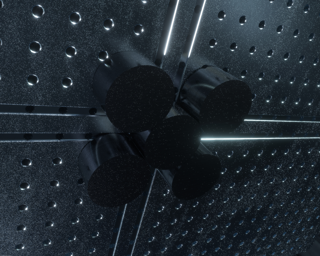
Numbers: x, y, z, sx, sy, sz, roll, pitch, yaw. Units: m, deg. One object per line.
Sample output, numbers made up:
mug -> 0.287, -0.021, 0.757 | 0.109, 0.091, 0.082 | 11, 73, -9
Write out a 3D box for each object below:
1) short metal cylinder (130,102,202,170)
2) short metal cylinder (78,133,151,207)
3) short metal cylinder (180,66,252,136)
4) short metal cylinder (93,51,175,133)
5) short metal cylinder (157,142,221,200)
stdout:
short metal cylinder -> 0.007, 0.007, 0.404 | 0.081, 0.050, 0.079 | -14, 125, -21
short metal cylinder -> -0.059, 0.054, 0.396 | 0.081, 0.050, 0.079 | -14, 125, -21
short metal cylinder -> 0.074, -0.036, 0.413 | 0.081, 0.050, 0.079 | -14, 125, -21
short metal cylinder -> -0.030, -0.041, 0.353 | 0.081, 0.050, 0.079 | -14, 125, -21
short metal cylinder -> 0.042, 0.058, 0.455 | 0.081, 0.050, 0.079 | -14, 125, -21
